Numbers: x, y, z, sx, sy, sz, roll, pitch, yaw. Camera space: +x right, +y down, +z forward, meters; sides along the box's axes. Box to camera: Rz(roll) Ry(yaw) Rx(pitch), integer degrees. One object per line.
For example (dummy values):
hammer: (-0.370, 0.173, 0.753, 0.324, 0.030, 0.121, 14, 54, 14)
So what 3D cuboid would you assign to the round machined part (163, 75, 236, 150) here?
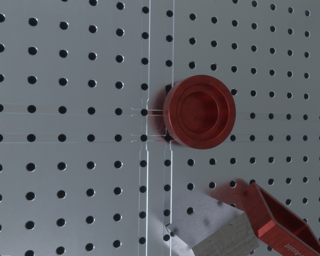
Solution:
round machined part: (0.050, -0.021, 0.422, 0.099, 0.042, 0.097, 0, 90, -20)

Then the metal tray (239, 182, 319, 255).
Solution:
metal tray: (0.178, 0.144, 0.442, 0.130, 0.090, 0.030, 37, 109, -16)

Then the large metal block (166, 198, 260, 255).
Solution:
large metal block: (0.067, 0.142, 0.408, 0.081, 0.080, 0.050, -27, 99, -18)
